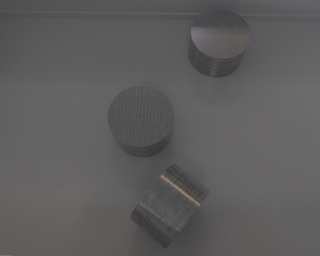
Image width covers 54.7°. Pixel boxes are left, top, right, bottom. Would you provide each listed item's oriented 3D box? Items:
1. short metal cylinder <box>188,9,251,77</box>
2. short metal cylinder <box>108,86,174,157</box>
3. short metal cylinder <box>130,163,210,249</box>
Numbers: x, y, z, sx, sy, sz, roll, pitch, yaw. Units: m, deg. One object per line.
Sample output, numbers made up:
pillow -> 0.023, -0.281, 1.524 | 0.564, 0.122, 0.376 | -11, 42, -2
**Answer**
short metal cylinder -> 0.082, -0.119, 0.440 | 0.081, 0.050, 0.080 | 0, 70, 0
short metal cylinder -> -0.023, -0.007, 0.399 | 0.081, 0.050, 0.080 | 0, 70, 0
short metal cylinder -> 0.012, 0.087, 0.349 | 0.050, 0.080, 0.080 | 38, 74, 12
